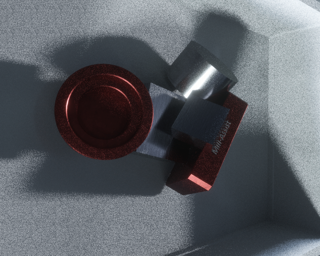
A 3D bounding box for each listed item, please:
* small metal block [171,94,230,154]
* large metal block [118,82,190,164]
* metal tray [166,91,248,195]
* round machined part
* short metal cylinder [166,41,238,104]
[{"bbox_3d":[0.048,-0.005,0.363,0.050,0.050,0.025,-60,162,-23],"label":"small metal block"},{"bbox_3d":[-0.005,-0.003,0.387,0.080,0.050,0.080,19,78,-39],"label":"large metal block"},{"bbox_3d":[0.061,0.023,0.414,0.030,0.090,0.130,32,67,-7],"label":"metal tray"},{"bbox_3d":[-0.060,-0.015,0.330,0.099,0.042,0.097,2,85,-17],"label":"round machined part"},{"bbox_3d":[0.055,-0.069,0.409,0.080,0.080,0.050,21,121,-38],"label":"short metal cylinder"}]
